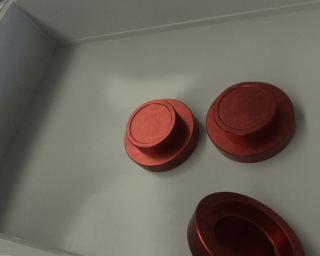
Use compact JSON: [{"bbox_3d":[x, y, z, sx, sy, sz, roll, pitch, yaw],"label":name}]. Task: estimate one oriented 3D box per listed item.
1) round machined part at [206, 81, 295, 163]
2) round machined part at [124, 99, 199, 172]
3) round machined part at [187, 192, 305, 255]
[{"bbox_3d":[0.099,-0.013,0.351,0.098,0.042,0.098,-13,56,21],"label":"round machined part"},{"bbox_3d":[-0.003,0.003,0.395,0.098,0.042,0.098,-13,56,21],"label":"round machined part"},{"bbox_3d":[0.070,0.106,0.270,0.098,0.099,0.042,47,130,39],"label":"round machined part"}]
